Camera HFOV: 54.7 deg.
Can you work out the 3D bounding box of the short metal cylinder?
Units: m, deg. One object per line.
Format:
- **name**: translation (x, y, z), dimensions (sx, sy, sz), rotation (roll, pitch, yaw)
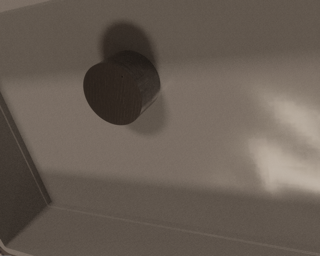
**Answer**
- **short metal cylinder**: translation (-0.047, -0.050, 0.385), dimensions (0.080, 0.050, 0.079), rotation (13, 124, 20)
